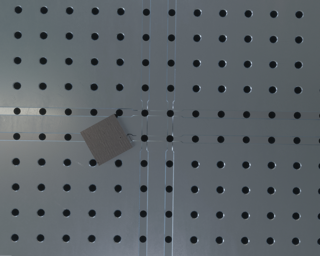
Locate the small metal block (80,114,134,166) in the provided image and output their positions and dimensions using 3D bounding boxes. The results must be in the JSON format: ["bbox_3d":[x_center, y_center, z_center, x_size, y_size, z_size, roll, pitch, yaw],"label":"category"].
[{"bbox_3d":[-0.069,0.015,0.413,0.050,0.025,0.050,-29,90,0],"label":"small metal block"}]
